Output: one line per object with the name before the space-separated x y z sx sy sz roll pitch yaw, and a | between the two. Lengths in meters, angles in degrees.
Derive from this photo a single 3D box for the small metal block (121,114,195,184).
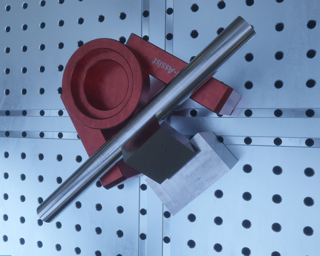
small metal block | -0.002 0.022 0.312 0.050 0.050 0.025 -44 32 14

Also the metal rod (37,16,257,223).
metal rod | -0.026 0.003 0.325 0.299 0.025 0.025 -42 77 14

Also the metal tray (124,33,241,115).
metal tray | 0.028 -0.061 0.367 0.130 0.090 0.030 33 102 16

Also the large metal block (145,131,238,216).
large metal block | 0.041 0.050 0.365 0.080 0.080 0.050 -43 77 15

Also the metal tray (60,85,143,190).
metal tray | -0.065 0.008 0.399 0.030 0.090 0.130 -31 80 17

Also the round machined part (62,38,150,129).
round machined part | -0.056 -0.047 0.349 0.098 0.042 0.097 0 90 19
